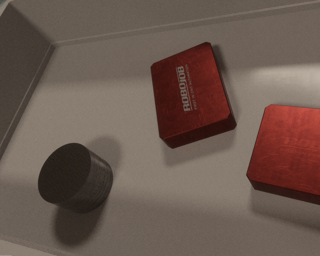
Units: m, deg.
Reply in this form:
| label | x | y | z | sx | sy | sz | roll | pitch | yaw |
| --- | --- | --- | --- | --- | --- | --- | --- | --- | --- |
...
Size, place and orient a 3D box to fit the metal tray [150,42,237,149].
| label | x | y | z | sx | sy | sz | roll | pitch | yaw |
| --- | --- | --- | --- | --- | --- | --- | --- | --- | --- |
| metal tray | 0.040 | -0.046 | 0.409 | 0.090 | 0.030 | 0.130 | -19 | 54 | 16 |

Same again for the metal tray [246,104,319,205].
| label | x | y | z | sx | sy | sz | roll | pitch | yaw |
| --- | --- | --- | --- | --- | --- | --- | --- | --- | --- |
| metal tray | 0.161 | 0.028 | 0.301 | 0.130 | 0.030 | 0.090 | 9 | 66 | 31 |

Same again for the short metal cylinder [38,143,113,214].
| label | x | y | z | sx | sy | sz | roll | pitch | yaw |
| --- | --- | --- | --- | --- | --- | --- | --- | --- | --- |
| short metal cylinder | -0.109 | 0.066 | 0.405 | 0.080 | 0.050 | 0.080 | -13 | 56 | 20 |
